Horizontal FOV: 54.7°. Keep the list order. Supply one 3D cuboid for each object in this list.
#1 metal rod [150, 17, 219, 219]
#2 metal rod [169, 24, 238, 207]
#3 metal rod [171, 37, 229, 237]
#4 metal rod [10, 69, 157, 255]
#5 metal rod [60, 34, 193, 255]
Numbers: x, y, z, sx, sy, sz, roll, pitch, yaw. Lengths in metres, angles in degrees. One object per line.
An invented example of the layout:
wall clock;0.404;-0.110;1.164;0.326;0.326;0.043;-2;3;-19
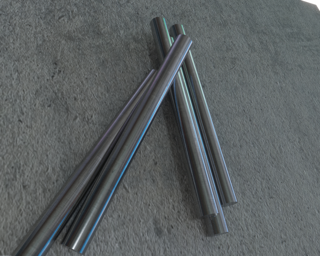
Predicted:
metal rod;0.026;-0.032;0.416;0.025;0.025;0.299;2;61;-28
metal rod;0.057;-0.035;0.457;0.025;0.025;0.299;2;61;-28
metal rod;0.040;-0.006;0.430;0.025;0.025;0.299;2;61;-28
metal rod;-0.066;0.027;0.352;0.025;0.025;0.301;35;51;-6
metal rod;-0.024;-0.004;0.363;0.025;0.025;0.300;31;61;-9
